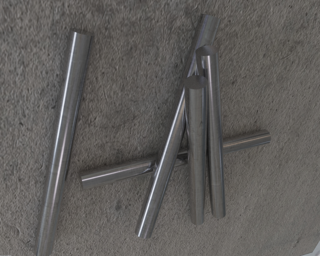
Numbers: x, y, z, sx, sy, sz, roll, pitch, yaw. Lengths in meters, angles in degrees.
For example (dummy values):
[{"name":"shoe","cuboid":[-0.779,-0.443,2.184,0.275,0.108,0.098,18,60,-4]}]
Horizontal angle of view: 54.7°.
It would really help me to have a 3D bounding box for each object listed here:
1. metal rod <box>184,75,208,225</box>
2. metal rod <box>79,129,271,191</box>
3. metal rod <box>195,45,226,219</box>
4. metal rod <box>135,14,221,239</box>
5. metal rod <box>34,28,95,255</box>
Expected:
[{"name":"metal rod","cuboid":[0.052,0.055,0.435,0.025,0.025,0.298,-23,137,-15]},{"name":"metal rod","cuboid":[0.037,0.041,0.451,0.303,0.025,0.025,-11,123,-23]},{"name":"metal rod","cuboid":[0.075,0.029,0.430,0.025,0.025,0.298,-24,130,-14]},{"name":"metal rod","cuboid":[0.018,0.009,0.397,0.025,0.025,0.298,7,107,-32]},{"name":"metal rod","cuboid":[-0.118,0.036,0.364,0.025,0.025,0.298,3,117,-30]}]
